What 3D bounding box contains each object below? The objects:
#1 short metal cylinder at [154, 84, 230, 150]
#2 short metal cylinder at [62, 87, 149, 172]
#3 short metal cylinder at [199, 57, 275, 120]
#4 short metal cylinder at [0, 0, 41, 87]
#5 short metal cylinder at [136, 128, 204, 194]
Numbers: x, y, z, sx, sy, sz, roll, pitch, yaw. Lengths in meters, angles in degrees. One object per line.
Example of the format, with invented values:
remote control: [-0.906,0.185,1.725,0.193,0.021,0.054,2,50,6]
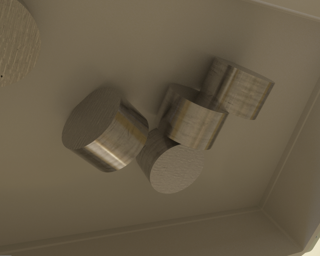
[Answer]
short metal cylinder: [0.039,-0.015,0.385,0.081,0.080,0.050,11,113,-33]
short metal cylinder: [-0.060,0.002,0.341,0.080,0.080,0.050,-43,129,1]
short metal cylinder: [0.096,-0.051,0.394,0.081,0.080,0.050,10,113,-33]
short metal cylinder: [-0.147,-0.080,0.262,0.081,0.050,0.079,-14,124,-21]
short metal cylinder: [0.013,0.043,0.426,0.081,0.050,0.079,-14,124,-21]
